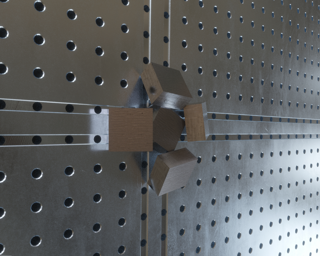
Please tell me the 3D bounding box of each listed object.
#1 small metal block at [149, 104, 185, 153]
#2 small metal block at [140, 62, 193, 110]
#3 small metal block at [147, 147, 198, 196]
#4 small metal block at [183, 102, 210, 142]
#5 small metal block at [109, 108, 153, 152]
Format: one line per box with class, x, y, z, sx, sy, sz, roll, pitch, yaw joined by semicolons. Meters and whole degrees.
small metal block;0.002;0.001;0.412;0.050;0.025;0.050;39;66;-34
small metal block;0.008;-0.054;0.401;0.050;0.025;0.050;8;49;-40
small metal block;0.016;0.057;0.409;0.050;0.025;0.050;-12;133;-40
small metal block;0.053;-0.010;0.440;0.050;0.025;0.050;-29;112;-74
small metal block;-0.035;0.002;0.367;0.050;0.025;0.050;0;90;-6
